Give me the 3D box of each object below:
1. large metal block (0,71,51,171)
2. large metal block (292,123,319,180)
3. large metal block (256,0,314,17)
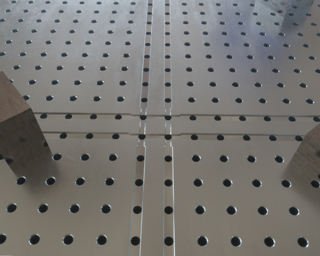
[{"bbox_3d":[-0.185,-0.008,0.376,0.050,0.080,0.080,-32,58,-24],"label":"large metal block"},{"bbox_3d":[0.224,0.028,0.371,0.081,0.050,0.080,-31,57,-24],"label":"large metal block"},{"bbox_3d":[0.258,-0.276,0.627,0.081,0.050,0.080,-26,55,-21],"label":"large metal block"}]
